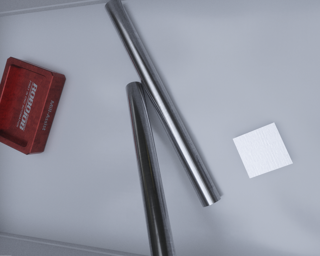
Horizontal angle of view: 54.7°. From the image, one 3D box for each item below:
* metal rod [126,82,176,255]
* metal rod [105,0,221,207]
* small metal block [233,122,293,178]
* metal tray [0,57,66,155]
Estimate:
[{"bbox_3d":[-0.009,0.070,0.346,0.025,0.025,0.299,-23,57,18],"label":"metal rod"},{"bbox_3d":[0.000,-0.039,0.409,0.025,0.025,0.299,-29,81,17],"label":"metal rod"},{"bbox_3d":[0.121,0.026,0.368,0.050,0.025,0.050,-24,82,18],"label":"small metal block"},{"bbox_3d":[-0.208,-0.034,0.479,0.090,0.030,0.129,21,97,18],"label":"metal tray"}]
